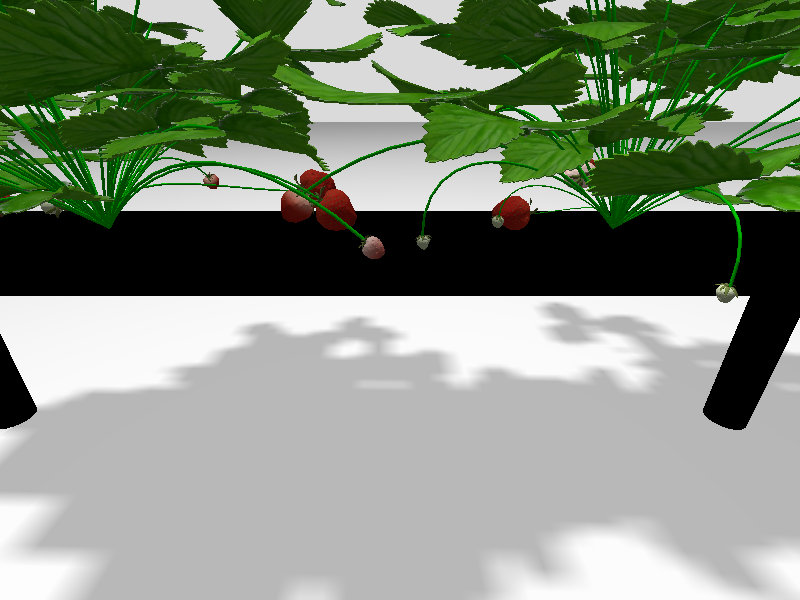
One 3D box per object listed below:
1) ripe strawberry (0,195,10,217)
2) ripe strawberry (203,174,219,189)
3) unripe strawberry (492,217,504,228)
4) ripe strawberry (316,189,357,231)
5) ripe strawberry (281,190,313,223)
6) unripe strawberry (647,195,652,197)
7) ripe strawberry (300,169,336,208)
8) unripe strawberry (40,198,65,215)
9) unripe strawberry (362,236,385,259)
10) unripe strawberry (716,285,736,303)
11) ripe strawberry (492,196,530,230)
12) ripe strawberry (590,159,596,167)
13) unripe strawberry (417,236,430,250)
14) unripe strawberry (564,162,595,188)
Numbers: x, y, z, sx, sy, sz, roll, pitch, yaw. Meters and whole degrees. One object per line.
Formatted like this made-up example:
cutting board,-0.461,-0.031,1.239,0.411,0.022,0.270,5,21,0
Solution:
ripe strawberry,-0.394,-0.093,0.381,0.031,0.031,0.035,6,26,13
ripe strawberry,-0.248,-0.155,0.528,0.019,0.020,0.020,2,-21,3
unripe strawberry,0.082,-0.065,0.336,0.010,0.010,0.009,-4,26,-9
ripe strawberry,-0.055,-0.077,0.351,0.035,0.035,0.033,32,22,-14
ripe strawberry,-0.098,-0.086,0.374,0.030,0.031,0.029,37,23,-12
unripe strawberry,0.284,-0.122,0.454,0.011,0.011,0.011,20,32,35
ripe strawberry,-0.086,-0.117,0.422,0.038,0.040,0.035,-11,28,-23
unripe strawberry,-0.348,-0.095,0.400,0.019,0.017,0.019,14,29,27
unripe strawberry,-0.018,-0.035,0.278,0.016,0.016,0.014,37,32,1
unripe strawberry,0.174,-0.003,0.215,0.009,0.010,0.010,3,26,5
ripe strawberry,0.095,-0.075,0.344,0.030,0.029,0.033,-2,26,-4
ripe strawberry,0.256,-0.184,0.563,0.033,0.038,0.036,7,26,14
unripe strawberry,0.017,-0.042,0.294,0.010,0.010,0.011,-9,27,-19
unripe strawberry,0.235,-0.164,0.524,0.040,0.034,0.040,6,26,12
